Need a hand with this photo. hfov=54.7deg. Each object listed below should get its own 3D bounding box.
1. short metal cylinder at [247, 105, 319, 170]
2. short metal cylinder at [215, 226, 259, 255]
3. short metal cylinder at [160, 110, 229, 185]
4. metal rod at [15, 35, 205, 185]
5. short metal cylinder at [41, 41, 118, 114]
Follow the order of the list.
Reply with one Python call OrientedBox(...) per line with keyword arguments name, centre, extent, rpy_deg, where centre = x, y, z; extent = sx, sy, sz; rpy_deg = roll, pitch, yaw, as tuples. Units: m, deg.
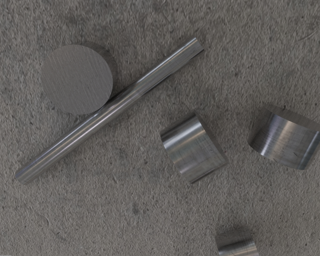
OrientedBox(name="short metal cylinder", centre=(0.157, 0.009, 0.385), extent=(0.080, 0.080, 0.050), rpy_deg=(17, 109, -6))
OrientedBox(name="short metal cylinder", centre=(0.117, 0.191, 0.452), extent=(0.050, 0.080, 0.080), rpy_deg=(-18, 109, 6))
OrientedBox(name="short metal cylinder", centre=(0.044, 0.023, 0.389), extent=(0.050, 0.080, 0.080), rpy_deg=(-33, 107, 11))
OrientedBox(name="metal rod", centre=(-0.072, -0.016, 0.402), extent=(0.300, 0.025, 0.025), rpy_deg=(-36, 107, 12))
OrientedBox(name="short metal cylinder", centre=(-0.094, -0.062, 0.373), extent=(0.081, 0.050, 0.079), rpy_deg=(0, 110, 0))
